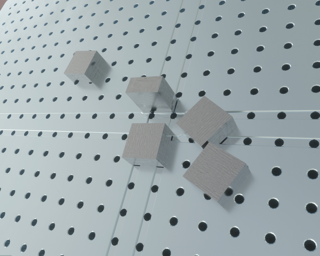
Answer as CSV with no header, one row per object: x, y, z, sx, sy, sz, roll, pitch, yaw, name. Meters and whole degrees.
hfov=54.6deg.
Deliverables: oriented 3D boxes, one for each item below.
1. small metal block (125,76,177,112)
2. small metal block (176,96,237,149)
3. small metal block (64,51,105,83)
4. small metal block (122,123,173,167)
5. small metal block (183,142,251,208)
-0.011,-0.046,0.427,0.050,0.050,0.025,3,63,29,small metal block
0.057,-0.004,0.382,0.050,0.025,0.050,-44,51,-2,small metal block
-0.133,-0.108,0.546,0.050,0.025,0.050,8,66,31,small metal block
-0.016,0.021,0.405,0.050,0.025,0.050,0,62,28,small metal block
0.063,0.051,0.345,0.050,0.025,0.050,33,80,38,small metal block
